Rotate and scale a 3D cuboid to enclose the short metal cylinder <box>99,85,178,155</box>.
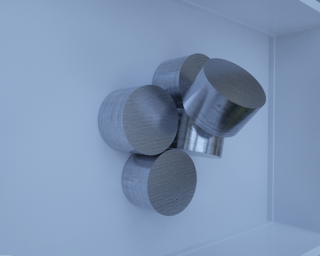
[{"bbox_3d":[-0.025,-0.009,0.369,0.081,0.050,0.079,0,90,-40],"label":"short metal cylinder"}]

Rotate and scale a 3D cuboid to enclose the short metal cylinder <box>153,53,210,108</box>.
[{"bbox_3d":[0.038,-0.057,0.422,0.081,0.050,0.079,0,90,-40],"label":"short metal cylinder"}]

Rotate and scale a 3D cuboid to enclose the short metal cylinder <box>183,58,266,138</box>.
[{"bbox_3d":[0.074,-0.036,0.361,0.081,0.050,0.080,17,44,-17],"label":"short metal cylinder"}]

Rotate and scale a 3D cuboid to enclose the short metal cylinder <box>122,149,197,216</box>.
[{"bbox_3d":[0.000,0.065,0.390,0.081,0.050,0.079,0,90,-40],"label":"short metal cylinder"}]

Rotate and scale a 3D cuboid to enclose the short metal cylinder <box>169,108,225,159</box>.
[{"bbox_3d":[0.045,0.009,0.409,0.081,0.080,0.050,17,79,-39],"label":"short metal cylinder"}]
